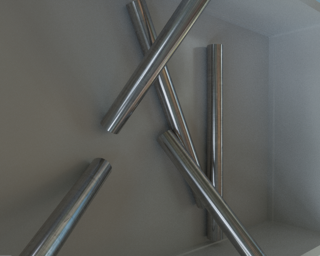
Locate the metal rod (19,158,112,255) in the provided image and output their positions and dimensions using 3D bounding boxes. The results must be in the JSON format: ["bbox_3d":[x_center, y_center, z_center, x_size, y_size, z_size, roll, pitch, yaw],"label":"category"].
[{"bbox_3d":[-0.107,0.118,0.230,0.025,0.025,0.301,64,27,-21],"label":"metal rod"}]

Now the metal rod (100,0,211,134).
[{"bbox_3d":[0.027,-0.118,0.329,0.025,0.025,0.299,26,106,-38],"label":"metal rod"}]

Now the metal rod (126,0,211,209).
[{"bbox_3d":[0.018,-0.021,0.423,0.025,0.025,0.298,-32,110,-36],"label":"metal rod"}]

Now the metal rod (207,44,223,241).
[{"bbox_3d":[0.085,0.022,0.480,0.025,0.025,0.298,0,90,-40],"label":"metal rod"}]

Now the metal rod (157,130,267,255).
[{"bbox_3d":[0.092,0.126,0.379,0.025,0.025,0.299,-25,71,-38],"label":"metal rod"}]
